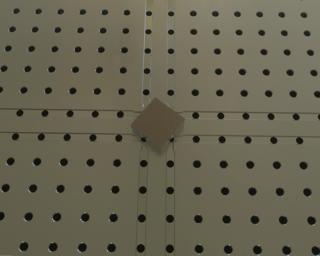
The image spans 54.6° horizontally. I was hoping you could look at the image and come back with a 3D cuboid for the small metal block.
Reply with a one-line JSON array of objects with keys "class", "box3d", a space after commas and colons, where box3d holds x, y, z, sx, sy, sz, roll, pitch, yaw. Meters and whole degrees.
[{"class": "small metal block", "box3d": [-0.002, -0.004, 0.413, 0.050, 0.025, 0.050, 37, 74, 12]}]
